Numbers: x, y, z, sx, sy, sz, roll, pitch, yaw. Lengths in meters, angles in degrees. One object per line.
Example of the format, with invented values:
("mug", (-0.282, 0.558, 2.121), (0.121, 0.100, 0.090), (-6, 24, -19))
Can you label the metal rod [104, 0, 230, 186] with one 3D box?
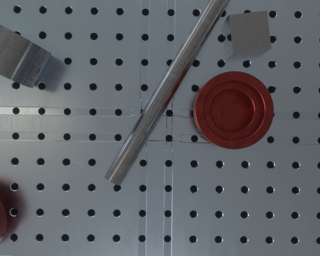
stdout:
("metal rod", (0.013, -0.059, 0.413), (0.025, 0.025, 0.299), (31, 90, 0))

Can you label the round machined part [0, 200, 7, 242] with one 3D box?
("round machined part", (-0.248, 0.121, 0.403), (0.099, 0.042, 0.097), (0, 90, 0))

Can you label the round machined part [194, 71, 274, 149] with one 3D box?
("round machined part", (0.093, -0.022, 0.406), (0.099, 0.042, 0.097), (0, 90, 0))

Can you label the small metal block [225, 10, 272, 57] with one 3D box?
("small metal block", (0.117, -0.125, 0.414), (0.050, 0.025, 0.050), (-7, 90, 0))

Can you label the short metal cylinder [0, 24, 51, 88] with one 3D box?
("short metal cylinder", (-0.185, -0.091, 0.384), (0.080, 0.080, 0.050), (28, 90, 0))
